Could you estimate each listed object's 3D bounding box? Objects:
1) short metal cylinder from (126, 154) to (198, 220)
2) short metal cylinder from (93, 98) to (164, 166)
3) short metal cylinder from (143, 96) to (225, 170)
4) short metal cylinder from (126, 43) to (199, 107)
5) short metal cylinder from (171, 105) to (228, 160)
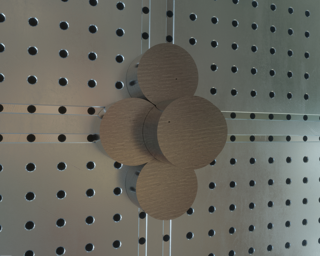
[{"bbox_3d":[0.001,0.072,0.399,0.081,0.050,0.080,1,88,-20],"label":"short metal cylinder"},{"bbox_3d":[-0.039,0.004,0.385,0.081,0.050,0.079,0,90,-20],"label":"short metal cylinder"},{"bbox_3d":[0.026,0.005,0.355,0.081,0.050,0.079,0,90,-20],"label":"short metal cylinder"},{"bbox_3d":[0.002,-0.064,0.400,0.081,0.050,0.079,0,90,-21],"label":"short metal cylinder"},{"bbox_3d":[0.042,0.005,0.414,0.081,0.050,0.079,0,90,-20],"label":"short metal cylinder"}]
